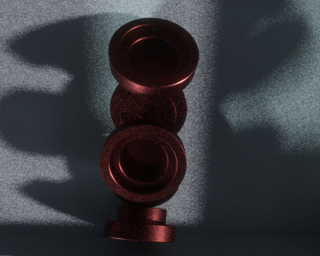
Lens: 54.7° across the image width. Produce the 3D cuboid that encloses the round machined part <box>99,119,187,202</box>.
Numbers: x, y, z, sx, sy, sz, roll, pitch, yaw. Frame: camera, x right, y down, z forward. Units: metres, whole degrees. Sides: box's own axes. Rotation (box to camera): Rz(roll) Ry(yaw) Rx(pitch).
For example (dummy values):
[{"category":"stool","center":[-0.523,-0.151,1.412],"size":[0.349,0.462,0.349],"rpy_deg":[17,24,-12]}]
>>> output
[{"category":"round machined part","center":[-0.019,0.035,0.367],"size":[0.099,0.042,0.097],"rpy_deg":[0,110,-1]}]

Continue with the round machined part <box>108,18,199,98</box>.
[{"category":"round machined part","center":[-0.008,-0.075,0.353],"size":[0.099,0.098,0.042],"rpy_deg":[7,152,-3]}]

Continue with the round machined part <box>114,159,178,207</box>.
[{"category":"round machined part","center":[-0.021,0.069,0.425],"size":[0.099,0.042,0.097],"rpy_deg":[0,110,-1]}]

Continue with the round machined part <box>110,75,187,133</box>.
[{"category":"round machined part","center":[-0.014,-0.022,0.392],"size":[0.099,0.042,0.097],"rpy_deg":[0,110,-1]}]

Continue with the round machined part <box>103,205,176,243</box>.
[{"category":"round machined part","center":[-0.026,0.132,0.430],"size":[0.099,0.098,0.042],"rpy_deg":[6,73,-3]}]
